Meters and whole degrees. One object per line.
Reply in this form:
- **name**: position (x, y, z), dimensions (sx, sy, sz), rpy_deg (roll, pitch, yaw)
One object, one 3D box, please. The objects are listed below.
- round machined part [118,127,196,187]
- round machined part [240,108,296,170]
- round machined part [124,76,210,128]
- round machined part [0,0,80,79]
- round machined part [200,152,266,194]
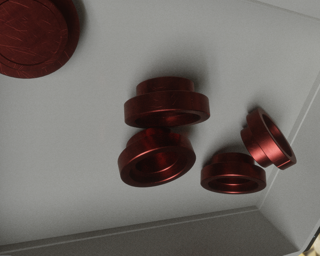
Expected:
- **round machined part**: position (-0.006, 0.035, 0.403), dimensions (0.099, 0.042, 0.097), rpy_deg (-12, 145, -9)
- **round machined part**: position (0.160, 0.021, 0.470), dimensions (0.042, 0.098, 0.098), rpy_deg (-36, 134, 26)
- **round machined part**: position (0.007, -0.029, 0.362), dimensions (0.099, 0.098, 0.042), rpy_deg (3, 77, -30)
- **round machined part**: position (-0.121, -0.090, 0.277), dimensions (0.099, 0.042, 0.097), rpy_deg (-14, 125, -21)
- **round machined part**: position (0.113, 0.070, 0.484), dimensions (0.099, 0.042, 0.098), rpy_deg (4, 153, 2)
